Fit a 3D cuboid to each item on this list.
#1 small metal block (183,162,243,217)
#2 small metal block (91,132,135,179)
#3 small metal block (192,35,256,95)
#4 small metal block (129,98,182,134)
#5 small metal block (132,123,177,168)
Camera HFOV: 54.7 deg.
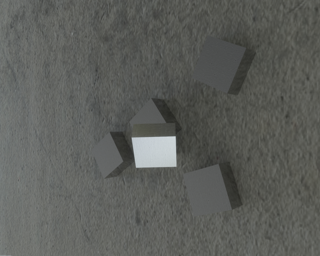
[{"bbox_3d":[0.059,0.070,0.355,0.050,0.025,0.050,-23,76,37],"label":"small metal block"},{"bbox_3d":[-0.070,0.040,0.460,0.050,0.025,0.050,-42,65,31],"label":"small metal block"},{"bbox_3d":[0.070,-0.070,0.346,0.050,0.025,0.050,32,109,35],"label":"small metal block"},{"bbox_3d":[-0.007,-0.004,0.409,0.050,0.025,0.050,-45,63,30],"label":"small metal block"},{"bbox_3d":[-0.006,0.022,0.378,0.050,0.025,0.050,-2,129,2],"label":"small metal block"}]
